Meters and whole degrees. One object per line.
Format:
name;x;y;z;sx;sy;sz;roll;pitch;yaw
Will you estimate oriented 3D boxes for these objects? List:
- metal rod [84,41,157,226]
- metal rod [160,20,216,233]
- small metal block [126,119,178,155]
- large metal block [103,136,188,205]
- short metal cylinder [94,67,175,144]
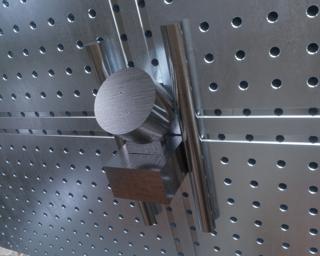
metal rod;-0.050;0.024;0.452;0.025;0.025;0.298;1;119;28
metal rod;0.042;0.017;0.400;0.025;0.025;0.298;2;119;27
small metal block;-0.010;0.010;0.406;0.050;0.050;0.025;1;119;27
large metal block;-0.013;0.051;0.411;0.080;0.080;0.050;1;119;28
short metal cylinder;-0.030;-0.025;0.368;0.080;0.050;0.080;-8;71;25
